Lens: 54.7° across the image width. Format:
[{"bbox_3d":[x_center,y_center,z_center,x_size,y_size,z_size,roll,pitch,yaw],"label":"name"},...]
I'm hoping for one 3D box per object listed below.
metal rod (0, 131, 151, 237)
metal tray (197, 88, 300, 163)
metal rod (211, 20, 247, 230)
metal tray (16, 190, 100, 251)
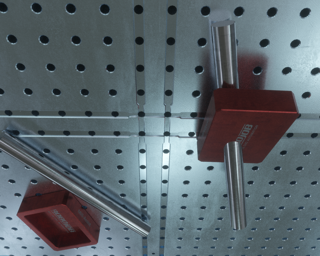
[{"bbox_3d":[-0.122,0.101,0.496,0.025,0.025,0.300,-33,124,24],"label":"metal rod"},{"bbox_3d":[0.101,0.003,0.386,0.091,0.030,0.129,2,149,-2],"label":"metal tray"},{"bbox_3d":[0.092,0.018,0.395,0.025,0.025,0.298,-8,120,6],"label":"metal rod"},{"bbox_3d":[-0.175,0.167,0.548,0.090,0.030,0.129,-14,129,11],"label":"metal tray"}]
